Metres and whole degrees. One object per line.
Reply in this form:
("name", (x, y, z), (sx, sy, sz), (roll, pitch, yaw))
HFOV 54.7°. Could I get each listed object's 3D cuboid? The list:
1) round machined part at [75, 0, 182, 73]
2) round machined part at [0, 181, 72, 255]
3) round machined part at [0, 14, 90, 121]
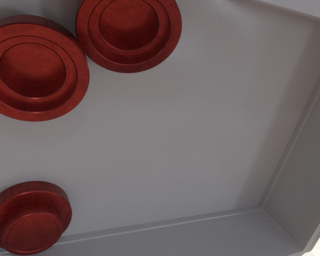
("round machined part", (-0.031, -0.105, 0.302), (0.099, 0.042, 0.097), (-7, 138, -6))
("round machined part", (-0.159, 0.117, 0.383), (0.099, 0.042, 0.097), (-14, 124, -21))
("round machined part", (-0.118, -0.057, 0.290), (0.099, 0.042, 0.097), (-10, 129, -13))
